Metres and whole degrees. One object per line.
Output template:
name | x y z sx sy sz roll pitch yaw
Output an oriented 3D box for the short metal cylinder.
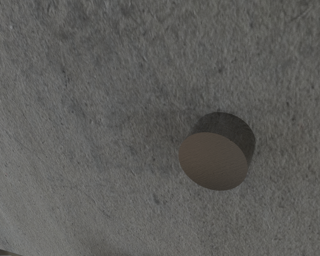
short metal cylinder | 0.069 0.028 0.371 0.080 0.050 0.079 13 124 20
